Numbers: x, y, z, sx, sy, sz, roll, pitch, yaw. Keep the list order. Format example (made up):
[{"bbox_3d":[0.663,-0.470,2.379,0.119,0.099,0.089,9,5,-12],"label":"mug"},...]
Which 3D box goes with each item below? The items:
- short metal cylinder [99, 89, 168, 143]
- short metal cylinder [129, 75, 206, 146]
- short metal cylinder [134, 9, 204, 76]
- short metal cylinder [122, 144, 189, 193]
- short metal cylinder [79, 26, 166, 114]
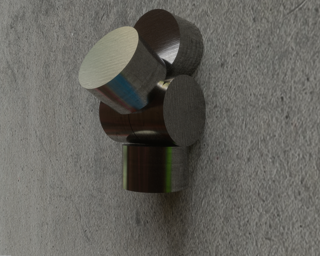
[{"bbox_3d":[-0.029,-0.020,0.393,0.050,0.081,0.079,1,91,39],"label":"short metal cylinder"},{"bbox_3d":[0.010,-0.019,0.360,0.050,0.081,0.079,0,90,40],"label":"short metal cylinder"},{"bbox_3d":[0.007,-0.099,0.384,0.080,0.050,0.079,0,90,39],"label":"short metal cylinder"},{"bbox_3d":[-0.006,0.045,0.374,0.080,0.081,0.050,0,90,39],"label":"short metal cylinder"},{"bbox_3d":[-0.040,-0.062,0.335,0.080,0.050,0.080,-21,50,27],"label":"short metal cylinder"}]
